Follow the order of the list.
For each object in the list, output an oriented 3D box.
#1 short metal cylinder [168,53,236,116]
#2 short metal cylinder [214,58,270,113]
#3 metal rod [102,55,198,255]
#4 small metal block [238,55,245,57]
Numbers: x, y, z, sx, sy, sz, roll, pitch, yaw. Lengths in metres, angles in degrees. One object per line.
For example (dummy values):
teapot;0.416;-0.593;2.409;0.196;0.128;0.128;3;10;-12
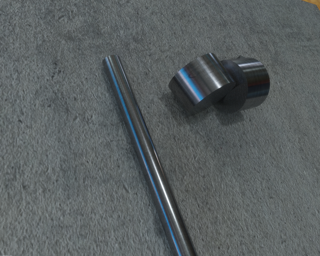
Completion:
short metal cylinder;0.059;-0.060;0.439;0.081;0.080;0.050;-24;75;-37
short metal cylinder;0.119;-0.066;0.475;0.050;0.080;0.080;-14;69;-34
metal rod;-0.013;0.038;0.374;0.025;0.025;0.299;-9;66;-32
small metal block;0.156;-0.095;0.548;0.050;0.025;0.050;18;55;-18
